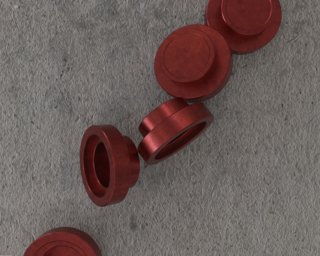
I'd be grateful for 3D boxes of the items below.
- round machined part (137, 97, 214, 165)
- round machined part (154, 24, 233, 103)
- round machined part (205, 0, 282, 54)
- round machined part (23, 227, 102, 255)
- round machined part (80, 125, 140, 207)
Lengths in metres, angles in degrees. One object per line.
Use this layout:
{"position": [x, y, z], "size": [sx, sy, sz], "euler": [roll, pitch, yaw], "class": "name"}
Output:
{"position": [0.013, 0.000, 0.375], "size": [0.098, 0.098, 0.042], "euler": [-36, 75, 0], "class": "round machined part"}
{"position": [0.038, -0.083, 0.385], "size": [0.098, 0.042, 0.097], "euler": [-3, 81, 20], "class": "round machined part"}
{"position": [0.110, -0.149, 0.402], "size": [0.099, 0.042, 0.097], "euler": [0, 90, 0], "class": "round machined part"}
{"position": [-0.123, 0.176, 0.401], "size": [0.099, 0.042, 0.097], "euler": [0, 90, 0], "class": "round machined part"}
{"position": [-0.060, 0.044, 0.383], "size": [0.042, 0.098, 0.097], "euler": [-4, 90, -36], "class": "round machined part"}
